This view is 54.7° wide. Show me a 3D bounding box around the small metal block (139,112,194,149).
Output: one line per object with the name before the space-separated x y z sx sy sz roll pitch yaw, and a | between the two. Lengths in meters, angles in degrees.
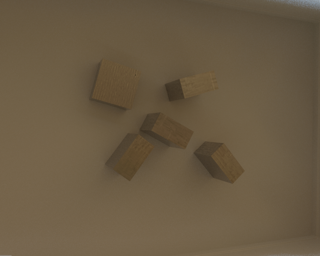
small metal block | 0.007 0.004 0.401 0.050 0.050 0.025 30 80 -18

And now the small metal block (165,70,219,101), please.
small metal block | 0.041 -0.056 0.414 0.050 0.050 0.025 -17 96 -20

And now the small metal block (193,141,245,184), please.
small metal block | 0.081 0.047 0.429 0.025 0.050 0.050 -42 104 -15

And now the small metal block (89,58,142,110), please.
small metal block | -0.056 -0.054 0.390 0.050 0.025 0.050 16 85 -20

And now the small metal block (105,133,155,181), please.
small metal block | -0.039 0.034 0.384 0.025 0.050 0.050 39 77 -16
